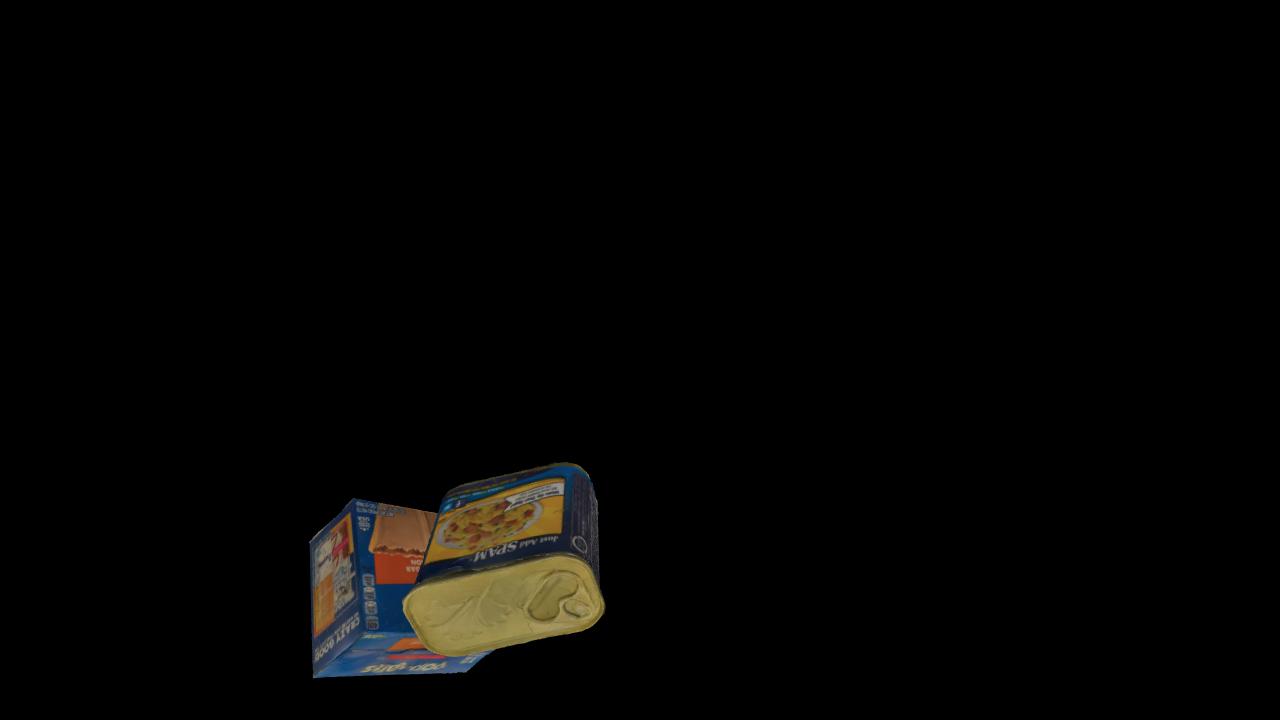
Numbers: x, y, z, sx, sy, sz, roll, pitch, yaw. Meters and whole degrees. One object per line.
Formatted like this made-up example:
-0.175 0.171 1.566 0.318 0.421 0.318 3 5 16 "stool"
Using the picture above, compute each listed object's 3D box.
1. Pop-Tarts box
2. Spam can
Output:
-0.233 0.233 0.628 0.083 0.141 0.167 -43 -42 18 "Pop-Tarts box"
-0.074 0.111 0.358 0.101 0.058 0.085 -12 28 1 "Spam can"
